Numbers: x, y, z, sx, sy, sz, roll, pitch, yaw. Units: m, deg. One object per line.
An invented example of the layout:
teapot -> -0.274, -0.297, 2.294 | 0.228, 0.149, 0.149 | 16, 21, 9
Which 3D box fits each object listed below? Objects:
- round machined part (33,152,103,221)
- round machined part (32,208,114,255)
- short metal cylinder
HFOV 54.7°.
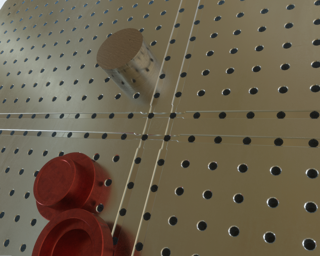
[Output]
round machined part -> -0.130, 0.077, 0.419 | 0.098, 0.042, 0.098 | -13, 56, 21
round machined part -> -0.095, 0.147, 0.358 | 0.098, 0.042, 0.098 | -13, 56, 21
short metal cylinder -> -0.051, -0.109, 0.486 | 0.080, 0.050, 0.080 | -13, 56, 21
